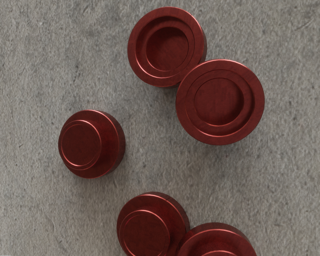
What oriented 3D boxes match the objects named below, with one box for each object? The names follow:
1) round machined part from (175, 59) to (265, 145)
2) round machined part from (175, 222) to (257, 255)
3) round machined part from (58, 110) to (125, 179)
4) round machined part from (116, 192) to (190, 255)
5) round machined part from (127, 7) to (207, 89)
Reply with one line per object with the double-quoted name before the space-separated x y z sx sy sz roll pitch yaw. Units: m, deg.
"round machined part" 0.068 -0.032 0.365 0.099 0.042 0.097 1 104 4
"round machined part" 0.066 0.165 0.361 0.099 0.042 0.097 0 96 2
"round machined part" -0.102 0.023 0.435 0.098 0.042 0.097 0 90 19
"round machined part" -0.013 0.136 0.404 0.098 0.042 0.097 0 90 19
"round machined part" 0.012 -0.099 0.395 0.098 0.042 0.097 0 90 19
